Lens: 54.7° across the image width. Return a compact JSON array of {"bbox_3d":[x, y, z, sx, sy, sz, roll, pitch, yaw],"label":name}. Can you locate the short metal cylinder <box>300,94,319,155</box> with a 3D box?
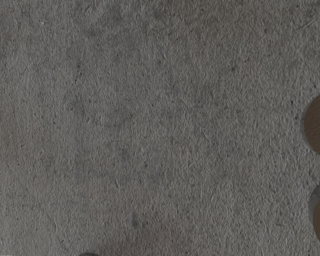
[{"bbox_3d":[0.194,-0.003,0.327,0.080,0.050,0.080,0,90,20],"label":"short metal cylinder"}]

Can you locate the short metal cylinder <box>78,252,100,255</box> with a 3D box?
[{"bbox_3d":[-0.110,0.224,0.434,0.080,0.050,0.080,0,90,20],"label":"short metal cylinder"}]

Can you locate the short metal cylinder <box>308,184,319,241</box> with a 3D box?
[{"bbox_3d":[0.202,0.093,0.324,0.080,0.050,0.080,0,90,20],"label":"short metal cylinder"}]
